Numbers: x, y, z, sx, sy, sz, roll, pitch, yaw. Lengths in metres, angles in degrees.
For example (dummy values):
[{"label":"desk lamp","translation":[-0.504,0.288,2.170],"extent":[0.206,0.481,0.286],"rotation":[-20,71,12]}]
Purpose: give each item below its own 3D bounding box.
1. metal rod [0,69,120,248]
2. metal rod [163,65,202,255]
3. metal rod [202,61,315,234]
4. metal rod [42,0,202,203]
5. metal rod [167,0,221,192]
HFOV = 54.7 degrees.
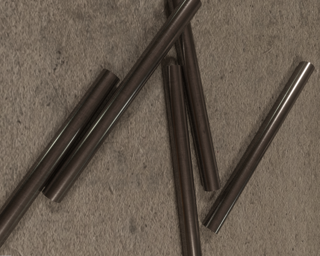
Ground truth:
[{"label":"metal rod","translation":[-0.141,0.057,0.357],"extent":[0.025,0.025,0.300],"rotation":[37,78,-17]},{"label":"metal rod","translation":[0.033,0.066,0.422],"extent":[0.025,0.025,0.298],"rotation":[-7,93,-20]},{"label":"metal rod","translation":[0.153,0.022,0.467],"extent":[0.025,0.025,0.300],"rotation":[38,78,-17]},{"label":"metal rod","translation":[-0.042,-0.042,0.379],"extent":[0.025,0.025,0.300],"rotation":[37,83,-17]},{"label":"metal rod","translation":[0.045,-0.060,0.426],"extent":[0.025,0.025,0.298],"rotation":[-13,95,-20]}]
